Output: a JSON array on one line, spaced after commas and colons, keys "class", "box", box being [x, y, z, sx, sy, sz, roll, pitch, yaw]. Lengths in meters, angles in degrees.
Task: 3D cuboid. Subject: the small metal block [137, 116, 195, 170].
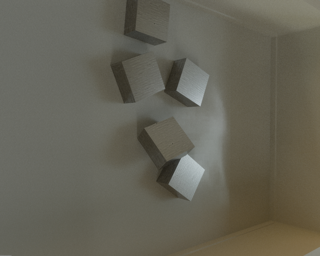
[{"class": "small metal block", "box": [0.008, 0.019, 0.398, 0.050, 0.025, 0.050, -23, 71, -38]}]

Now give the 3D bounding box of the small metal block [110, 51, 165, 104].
[{"class": "small metal block", "box": [-0.026, -0.063, 0.384, 0.050, 0.025, 0.050, -29, 109, -36]}]

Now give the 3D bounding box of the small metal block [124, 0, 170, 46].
[{"class": "small metal block", "box": [-0.016, -0.138, 0.393, 0.050, 0.025, 0.050, 7, 85, -40]}]

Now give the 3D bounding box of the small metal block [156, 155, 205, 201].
[{"class": "small metal block", "box": [0.030, 0.066, 0.431, 0.050, 0.025, 0.050, 42, 65, -32]}]

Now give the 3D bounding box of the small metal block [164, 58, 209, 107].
[{"class": "small metal block", "box": [0.039, -0.063, 0.439, 0.050, 0.025, 0.050, 28, 73, -37]}]
